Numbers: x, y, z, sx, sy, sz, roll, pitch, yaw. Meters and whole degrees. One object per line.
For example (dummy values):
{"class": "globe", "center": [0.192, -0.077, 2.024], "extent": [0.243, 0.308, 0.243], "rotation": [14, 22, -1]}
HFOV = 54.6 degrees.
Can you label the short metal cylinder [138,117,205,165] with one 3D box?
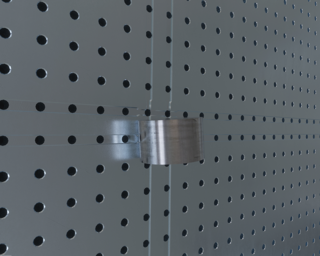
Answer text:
{"class": "short metal cylinder", "center": [0.014, 0.014, 0.384], "extent": [0.081, 0.080, 0.050], "rotation": [-6, 94, -40]}
